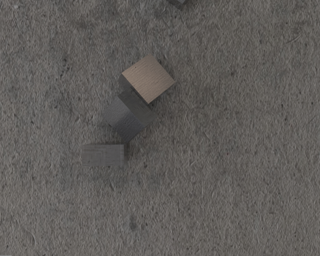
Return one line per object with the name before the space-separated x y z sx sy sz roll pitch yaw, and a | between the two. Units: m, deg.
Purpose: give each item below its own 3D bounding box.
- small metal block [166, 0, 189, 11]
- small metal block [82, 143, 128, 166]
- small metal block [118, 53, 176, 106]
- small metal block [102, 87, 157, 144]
small metal block | 0.023 -0.194 0.410 0.050 0.025 0.050 36 90 0
small metal block | -0.068 0.033 0.397 0.050 0.050 0.025 -1 90 0
small metal block | -0.017 -0.060 0.400 0.050 0.025 0.050 -41 90 -25
small metal block | -0.040 -0.015 0.395 0.050 0.050 0.025 48 48 0
